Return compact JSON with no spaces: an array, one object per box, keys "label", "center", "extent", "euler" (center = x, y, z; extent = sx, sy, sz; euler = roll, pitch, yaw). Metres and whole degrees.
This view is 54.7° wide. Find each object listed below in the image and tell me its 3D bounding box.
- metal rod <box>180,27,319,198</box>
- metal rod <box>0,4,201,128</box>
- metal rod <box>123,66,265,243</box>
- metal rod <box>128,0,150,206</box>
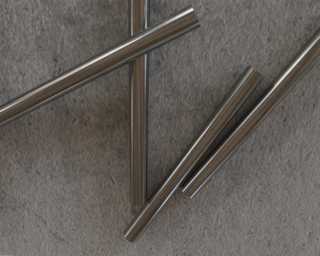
[{"label":"metal rod","center":[0.129,-0.022,0.403],"extent":[0.025,0.025,0.299],"euler":[35,106,-12]},{"label":"metal rod","center":[-0.095,-0.062,0.367],"extent":[0.300,0.025,0.025],"euler":[-23,109,15]},{"label":"metal rod","center":[0.038,0.047,0.427],"extent":[0.025,0.025,0.299],"euler":[32,107,-11]},{"label":"metal rod","center":[-0.027,-0.034,0.396],"extent":[0.025,0.025,0.298],"euler":[1,110,-1]}]
